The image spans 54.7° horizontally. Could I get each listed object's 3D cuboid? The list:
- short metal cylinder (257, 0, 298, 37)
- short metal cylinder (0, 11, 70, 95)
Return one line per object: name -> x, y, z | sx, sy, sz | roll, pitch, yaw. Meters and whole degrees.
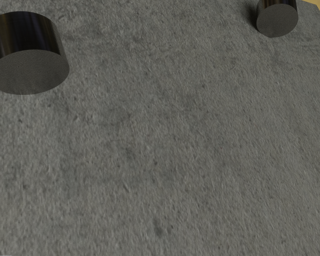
short metal cylinder -> 0.244, -0.239, 0.649 | 0.080, 0.080, 0.050 | 23, 53, -15
short metal cylinder -> -0.146, -0.079, 0.339 | 0.081, 0.080, 0.050 | -9, 66, -32
